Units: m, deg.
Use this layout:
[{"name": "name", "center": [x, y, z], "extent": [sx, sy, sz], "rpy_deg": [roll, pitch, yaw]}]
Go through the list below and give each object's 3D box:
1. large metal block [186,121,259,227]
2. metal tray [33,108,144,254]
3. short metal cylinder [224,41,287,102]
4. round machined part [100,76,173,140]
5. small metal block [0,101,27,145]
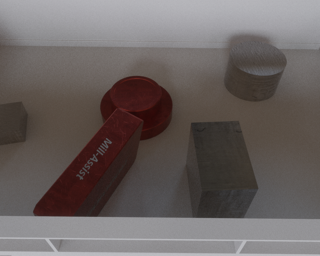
[{"name": "large metal block", "center": [0.060, 0.049, 0.329], "extent": [0.050, 0.080, 0.080], "rpy_deg": [-2, 50, -2]}, {"name": "metal tray", "center": [-0.066, 0.052, 0.315], "extent": [0.030, 0.089, 0.130], "rpy_deg": [28, 55, 8]}, {"name": "short metal cylinder", "center": [0.140, -0.085, 0.462], "extent": [0.081, 0.050, 0.080], "rpy_deg": [0, 50, 0]}, {"name": "round machined part", "center": [-0.032, -0.034, 0.422], "extent": [0.099, 0.042, 0.098], "rpy_deg": [0, 50, 0]}, {"name": "small metal block", "center": [-0.205, -0.005, 0.407], "extent": [0.050, 0.025, 0.050], "rpy_deg": [-9, 51, -8]}]
